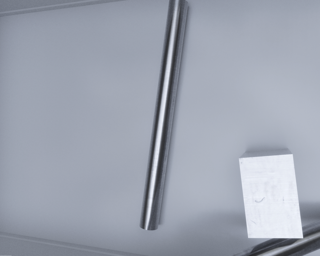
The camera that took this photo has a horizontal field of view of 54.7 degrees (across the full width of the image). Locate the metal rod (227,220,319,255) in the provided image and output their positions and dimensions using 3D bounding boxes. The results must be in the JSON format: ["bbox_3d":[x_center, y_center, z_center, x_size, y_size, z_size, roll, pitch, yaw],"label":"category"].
[{"bbox_3d":[0.090,0.135,0.311,0.302,0.025,0.025,-18,84,-8],"label":"metal rod"}]

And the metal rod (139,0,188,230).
[{"bbox_3d":[0.005,-0.015,0.408,0.025,0.025,0.298,8,93,19],"label":"metal rod"}]

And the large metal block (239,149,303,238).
[{"bbox_3d":[0.121,0.067,0.339,0.050,0.080,0.080,-7,88,19],"label":"large metal block"}]
